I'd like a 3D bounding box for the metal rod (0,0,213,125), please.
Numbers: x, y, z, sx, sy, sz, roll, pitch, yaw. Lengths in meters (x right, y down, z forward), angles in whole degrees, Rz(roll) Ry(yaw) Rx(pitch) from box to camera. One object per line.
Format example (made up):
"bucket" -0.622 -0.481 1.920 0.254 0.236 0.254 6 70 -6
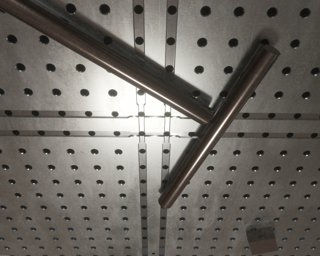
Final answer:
"metal rod" -0.063 -0.080 0.342 0.301 0.025 0.025 28 125 -23

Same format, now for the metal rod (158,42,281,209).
"metal rod" 0.065 0.019 0.428 0.025 0.025 0.298 17 128 -14

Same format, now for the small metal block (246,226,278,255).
"small metal block" 0.198 0.220 0.602 0.050 0.025 0.050 -14 129 11
